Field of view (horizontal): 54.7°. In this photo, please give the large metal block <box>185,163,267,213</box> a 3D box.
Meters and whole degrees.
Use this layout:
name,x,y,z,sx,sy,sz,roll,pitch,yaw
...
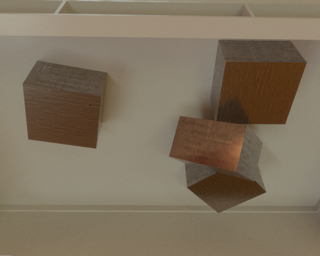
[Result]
name,x,y,z,sx,sy,sz,roll,pitch,yaw
large metal block,0.094,0.071,0.454,0.080,0.050,0.080,-32,123,24

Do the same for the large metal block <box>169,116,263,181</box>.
name,x,y,z,sx,sy,sz,roll,pitch,yaw
large metal block,0.070,0.026,0.373,0.080,0.050,0.080,10,169,32

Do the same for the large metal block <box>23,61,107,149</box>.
name,x,y,z,sx,sy,sz,roll,pitch,yaw
large metal block,-0.110,-0.026,0.369,0.081,0.050,0.079,9,130,-8

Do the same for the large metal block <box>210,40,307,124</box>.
name,x,y,z,sx,sy,sz,roll,pitch,yaw
large metal block,0.105,-0.051,0.350,0.081,0.050,0.079,0,130,-1
